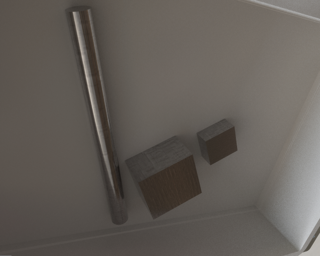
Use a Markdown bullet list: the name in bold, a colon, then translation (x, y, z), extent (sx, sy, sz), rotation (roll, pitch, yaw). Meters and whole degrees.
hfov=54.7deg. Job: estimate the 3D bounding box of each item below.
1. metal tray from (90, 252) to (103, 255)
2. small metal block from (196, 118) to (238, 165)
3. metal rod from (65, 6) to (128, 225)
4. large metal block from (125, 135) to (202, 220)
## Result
- **metal tray**: translation (-0.132, 0.269, 0.504), extent (0.131, 0.030, 0.090), rotation (-33, 129, -7)
- **small metal block**: translation (0.088, 0.021, 0.472), extent (0.050, 0.025, 0.050), rotation (-27, 128, -12)
- **metal rod**: translation (-0.069, 0.010, 0.378), extent (0.025, 0.025, 0.298), rotation (-17, 126, -19)
- **large metal block**: translation (0.006, 0.070, 0.441), extent (0.080, 0.050, 0.080), rotation (-26, 128, -13)
